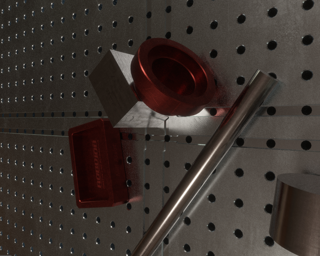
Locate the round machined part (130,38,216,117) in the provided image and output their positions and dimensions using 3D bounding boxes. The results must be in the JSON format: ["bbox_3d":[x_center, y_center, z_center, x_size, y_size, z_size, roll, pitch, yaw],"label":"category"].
[{"bbox_3d":[0.011,-0.052,0.353,0.042,0.099,0.098,-49,60,44],"label":"round machined part"}]

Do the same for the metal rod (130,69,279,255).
[{"bbox_3d":[0.040,0.064,0.374,0.025,0.025,0.298,45,116,30],"label":"metal rod"}]

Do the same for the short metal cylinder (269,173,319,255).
[{"bbox_3d":[0.137,0.073,0.260,0.080,0.081,0.050,11,97,39],"label":"short metal cylinder"}]

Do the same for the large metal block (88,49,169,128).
[{"bbox_3d":[-0.032,-0.047,0.398,0.050,0.081,0.080,-43,64,31],"label":"large metal block"}]

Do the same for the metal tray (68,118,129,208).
[{"bbox_3d":[-0.099,0.056,0.484,0.090,0.030,0.129,-14,81,38],"label":"metal tray"}]
